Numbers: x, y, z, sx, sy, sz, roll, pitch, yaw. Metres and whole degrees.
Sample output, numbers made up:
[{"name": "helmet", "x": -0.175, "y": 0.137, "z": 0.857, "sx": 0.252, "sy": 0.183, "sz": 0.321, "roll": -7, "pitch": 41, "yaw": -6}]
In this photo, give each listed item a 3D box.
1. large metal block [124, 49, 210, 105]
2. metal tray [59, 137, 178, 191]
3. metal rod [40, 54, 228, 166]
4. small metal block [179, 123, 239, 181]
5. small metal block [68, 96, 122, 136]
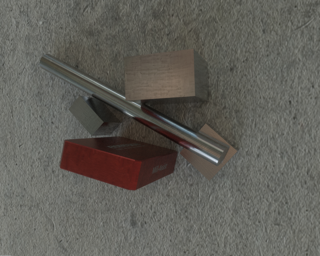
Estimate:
[{"name": "large metal block", "x": 0.012, "y": -0.057, "z": 0.375, "sx": 0.080, "sy": 0.080, "sz": 0.050, "roll": -2, "pitch": 90, "yaw": 19}, {"name": "metal tray", "x": -0.041, "y": 0.036, "z": 0.368, "sx": 0.090, "sy": 0.130, "sz": 0.030, "roll": 13, "pitch": 95, "yaw": 19}, {"name": "metal rod", "x": -0.050, "y": -0.034, "z": 0.412, "sx": 0.300, "sy": 0.025, "sz": 0.025, "roll": 29, "pitch": 99, "yaw": 22}, {"name": "small metal block", "x": 0.062, "y": 0.029, "z": 0.388, "sx": 0.050, "sy": 0.025, "sz": 0.050, "roll": 43, "pitch": 103, "yaw": 14}, {"name": "small metal block", "x": -0.088, "y": -0.016, "z": 0.426, "sx": 0.050, "sy": 0.050, "sz": 0.025, "roll": 46, "pitch": 104, "yaw": 14}]
